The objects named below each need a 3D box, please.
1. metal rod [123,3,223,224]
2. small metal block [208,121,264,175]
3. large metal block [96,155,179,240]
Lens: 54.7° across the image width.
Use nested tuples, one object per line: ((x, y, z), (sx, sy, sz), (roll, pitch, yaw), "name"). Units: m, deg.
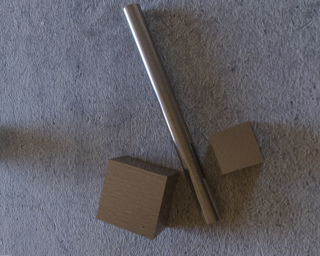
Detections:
((0.014, -0.024, 0.404), (0.025, 0.025, 0.299), (-23, 82, 18), "metal rod")
((0.093, 0.024, 0.376), (0.050, 0.025, 0.050), (-21, 83, 18), "small metal block")
((-0.028, 0.087, 0.406), (0.080, 0.050, 0.080), (14, 95, 19), "large metal block")
